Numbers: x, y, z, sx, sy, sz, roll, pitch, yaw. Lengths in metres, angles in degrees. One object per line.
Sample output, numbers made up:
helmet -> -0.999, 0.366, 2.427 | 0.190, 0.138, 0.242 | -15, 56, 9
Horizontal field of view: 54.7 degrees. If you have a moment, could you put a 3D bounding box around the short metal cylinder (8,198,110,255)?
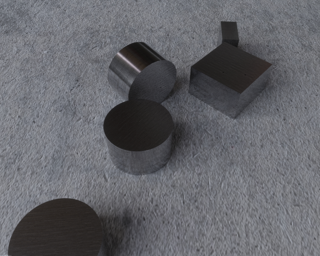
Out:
short metal cylinder -> -0.091, 0.114, 0.291 | 0.081, 0.050, 0.080 | 0, 50, 0

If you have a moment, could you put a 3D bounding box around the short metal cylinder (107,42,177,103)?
short metal cylinder -> -0.024, -0.070, 0.426 | 0.081, 0.080, 0.050 | -31, 57, -23

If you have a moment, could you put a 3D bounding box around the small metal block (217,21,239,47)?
small metal block -> 0.109, -0.137, 0.503 | 0.025, 0.050, 0.050 | 3, 50, 3

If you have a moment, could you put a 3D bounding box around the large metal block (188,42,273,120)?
large metal block -> 0.100, -0.070, 0.447 | 0.080, 0.050, 0.080 | 35, 58, 25

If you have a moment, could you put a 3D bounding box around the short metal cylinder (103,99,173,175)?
short metal cylinder -> -0.025, 0.010, 0.378 | 0.081, 0.050, 0.080 | 0, 50, 0
